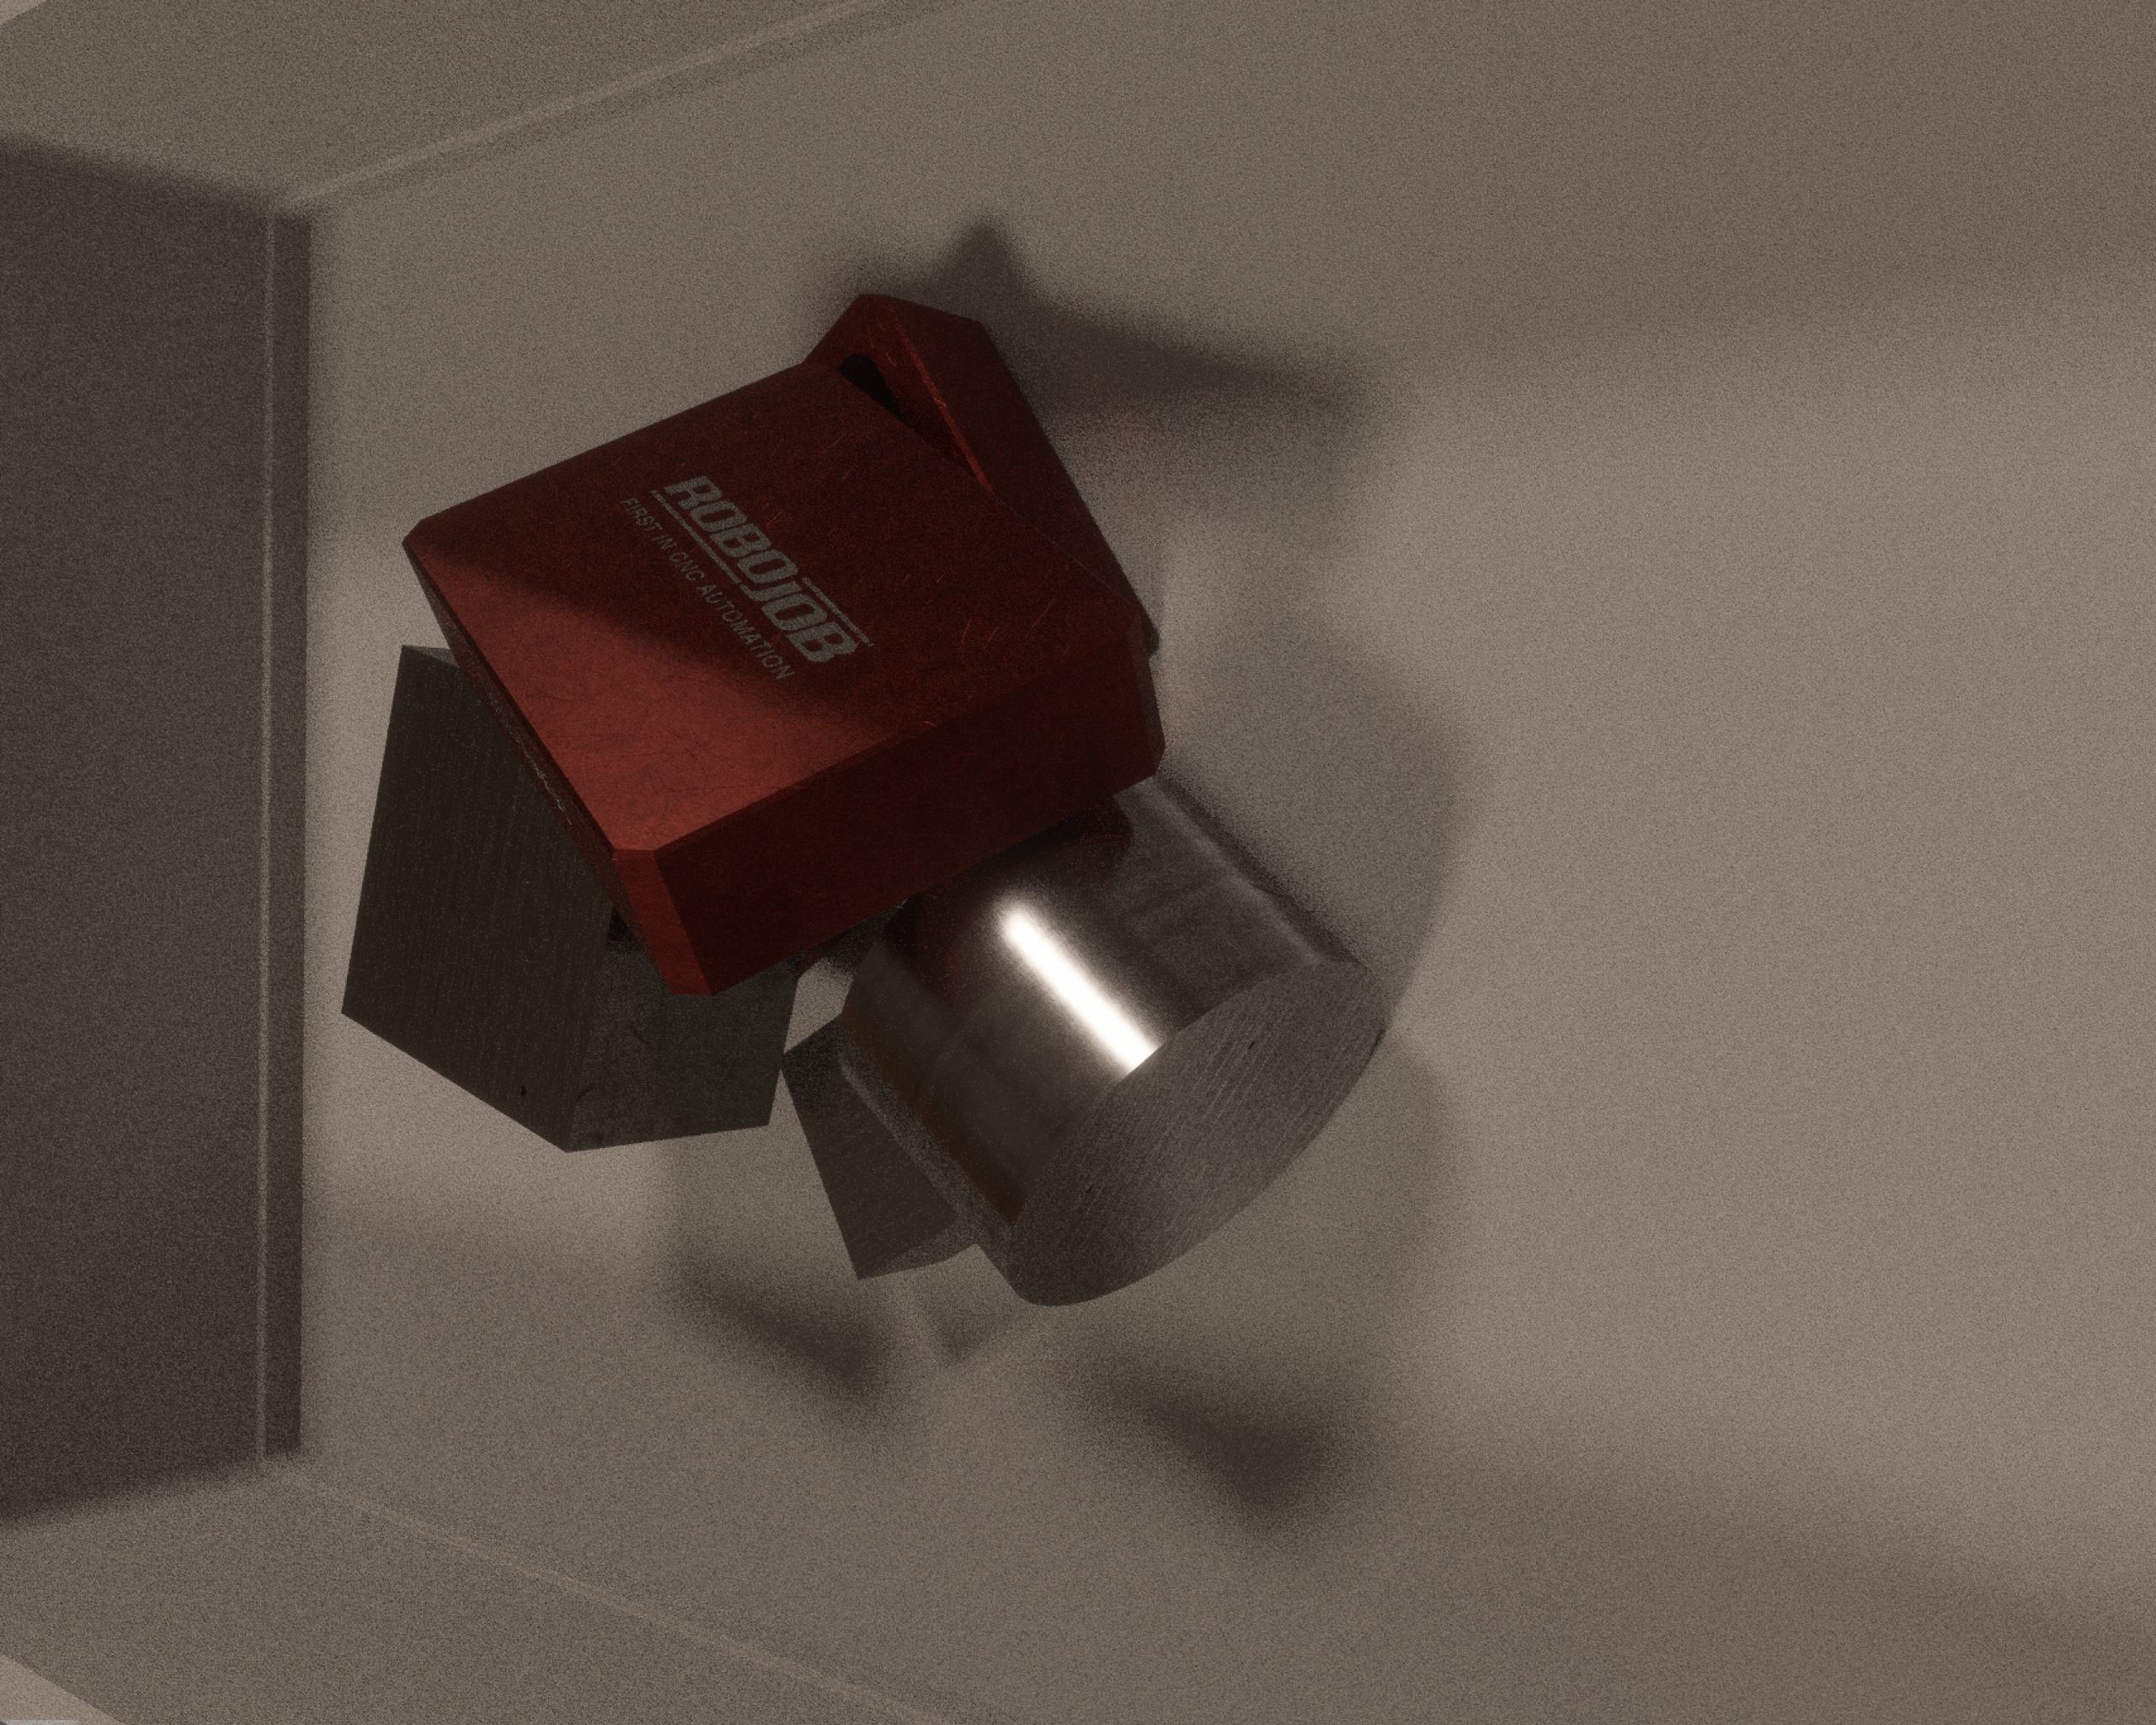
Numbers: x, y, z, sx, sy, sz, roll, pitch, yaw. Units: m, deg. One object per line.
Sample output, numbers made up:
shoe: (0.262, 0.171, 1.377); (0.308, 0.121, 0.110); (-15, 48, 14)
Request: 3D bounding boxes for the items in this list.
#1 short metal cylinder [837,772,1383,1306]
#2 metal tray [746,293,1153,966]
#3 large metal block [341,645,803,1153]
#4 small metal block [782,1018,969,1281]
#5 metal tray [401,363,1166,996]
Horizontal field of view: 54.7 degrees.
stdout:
short metal cylinder: (0.006, 0.031, 0.363); (0.050, 0.081, 0.080); (47, 118, 29)
metal tray: (-0.053, -0.043, 0.443); (0.129, 0.030, 0.090); (-41, 66, 32)
large metal block: (-0.101, 0.005, 0.427); (0.080, 0.050, 0.079); (21, 103, 37)
small metal block: (-0.029, 0.051, 0.427); (0.050, 0.025, 0.050); (-35, 68, 34)
metal tray: (-0.056, -0.039, 0.368); (0.130, 0.091, 0.030); (45, 156, 46)
